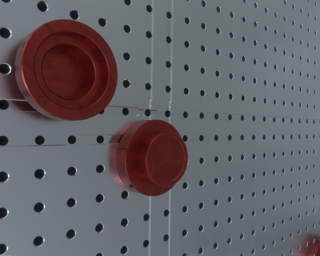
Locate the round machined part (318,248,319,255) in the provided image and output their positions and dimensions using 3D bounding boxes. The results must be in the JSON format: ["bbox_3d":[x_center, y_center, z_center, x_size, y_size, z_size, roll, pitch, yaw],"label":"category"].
[{"bbox_3d":[0.413,0.314,0.743,0.099,0.042,0.097,0,90,-40],"label":"round machined part"}]

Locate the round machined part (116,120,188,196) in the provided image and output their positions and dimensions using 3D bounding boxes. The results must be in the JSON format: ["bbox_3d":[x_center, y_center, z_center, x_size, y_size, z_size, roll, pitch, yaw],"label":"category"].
[{"bbox_3d":[-0.003,0.038,0.395,0.099,0.042,0.097,0,90,-40],"label":"round machined part"}]

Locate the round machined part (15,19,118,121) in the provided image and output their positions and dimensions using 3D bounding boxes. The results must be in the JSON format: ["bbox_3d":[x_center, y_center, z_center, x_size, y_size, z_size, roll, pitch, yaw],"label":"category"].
[{"bbox_3d":[-0.096,-0.056,0.317,0.099,0.042,0.097,0,90,-40],"label":"round machined part"}]
